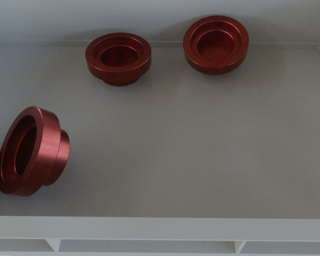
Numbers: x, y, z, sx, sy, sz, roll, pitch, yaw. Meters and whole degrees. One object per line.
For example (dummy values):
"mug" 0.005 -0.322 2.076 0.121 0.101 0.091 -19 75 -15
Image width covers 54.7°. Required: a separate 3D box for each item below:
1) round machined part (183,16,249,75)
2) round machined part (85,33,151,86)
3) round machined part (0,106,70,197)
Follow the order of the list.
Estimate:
"round machined part" 0.087 -0.125 0.487 0.098 0.042 0.098 -3 67 8
"round machined part" -0.062 -0.102 0.479 0.099 0.042 0.098 0 50 0
"round machined part" -0.138 0.028 0.347 0.098 0.042 0.098 -19 60 38
